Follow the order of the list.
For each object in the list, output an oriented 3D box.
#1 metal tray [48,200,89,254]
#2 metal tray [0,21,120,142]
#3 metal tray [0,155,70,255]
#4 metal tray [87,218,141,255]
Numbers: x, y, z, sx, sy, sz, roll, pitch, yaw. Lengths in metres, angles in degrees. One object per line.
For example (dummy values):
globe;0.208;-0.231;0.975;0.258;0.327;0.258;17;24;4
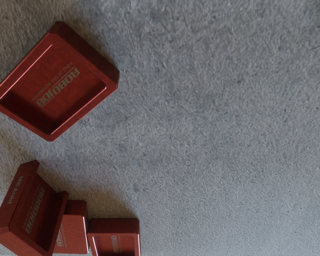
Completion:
metal tray;-0.175;0.179;0.554;0.091;0.030;0.129;3;130;-4
metal tray;-0.123;-0.047;0.361;0.130;0.030;0.090;-35;123;25
metal tray;-0.181;0.116;0.452;0.030;0.130;0.090;-17;128;14
metal tray;-0.083;0.222;0.591;0.091;0.030;0.129;0;130;-1
